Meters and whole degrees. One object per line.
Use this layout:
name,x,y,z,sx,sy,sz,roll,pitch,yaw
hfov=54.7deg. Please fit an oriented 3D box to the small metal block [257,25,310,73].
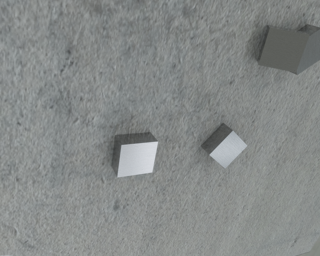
small metal block,0.164,-0.107,0.417,0.050,0.025,0.050,13,117,6

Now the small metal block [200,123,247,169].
small metal block,0.100,0.028,0.481,0.050,0.025,0.050,-47,130,4

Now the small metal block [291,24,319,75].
small metal block,0.208,-0.114,0.453,0.050,0.025,0.050,-34,129,-7

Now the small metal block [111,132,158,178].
small metal block,-0.034,0.035,0.411,0.050,0.025,0.050,-4,120,-27
